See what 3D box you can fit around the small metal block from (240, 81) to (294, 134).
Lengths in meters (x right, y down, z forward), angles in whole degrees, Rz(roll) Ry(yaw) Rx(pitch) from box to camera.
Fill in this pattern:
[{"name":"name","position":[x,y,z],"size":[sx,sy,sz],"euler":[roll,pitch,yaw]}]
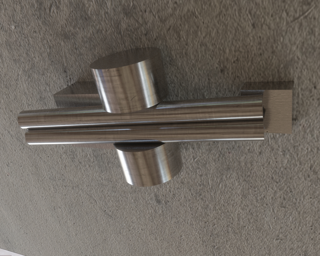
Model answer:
[{"name":"small metal block","position":[0.116,-0.023,0.333],"size":[0.050,0.025,0.050],"euler":[3,120,27]}]

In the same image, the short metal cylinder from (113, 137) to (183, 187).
[{"name":"short metal cylinder","position":[-0.014,0.031,0.399],"size":[0.080,0.080,0.050],"euler":[2,119,27]}]

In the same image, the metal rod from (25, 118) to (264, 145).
[{"name":"metal rod","position":[-0.034,0.006,0.372],"size":[0.301,0.025,0.025],"euler":[-2,118,20]}]

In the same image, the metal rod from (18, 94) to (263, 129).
[{"name":"metal rod","position":[-0.039,-0.016,0.361],"size":[0.301,0.025,0.025],"euler":[-2,118,20]}]

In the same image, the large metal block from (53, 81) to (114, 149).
[{"name":"large metal block","position":[-0.087,-0.019,0.427],"size":[0.080,0.050,0.080],"euler":[2,119,27]}]

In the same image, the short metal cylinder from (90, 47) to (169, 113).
[{"name":"short metal cylinder","position":[-0.034,-0.057,0.355],"size":[0.080,0.080,0.050],"euler":[2,119,27]}]
